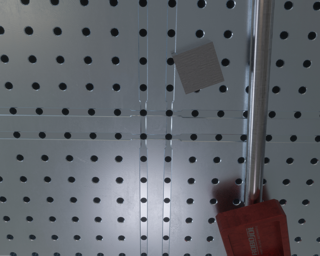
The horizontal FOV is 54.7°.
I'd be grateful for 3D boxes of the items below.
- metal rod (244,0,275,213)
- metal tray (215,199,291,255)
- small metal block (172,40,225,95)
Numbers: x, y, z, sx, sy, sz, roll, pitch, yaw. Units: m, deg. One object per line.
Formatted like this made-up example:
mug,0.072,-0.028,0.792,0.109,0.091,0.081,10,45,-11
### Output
metal rod,0.128,-0.021,0.406,0.025,0.025,0.298,-3,110,1
metal tray,0.141,0.169,0.458,0.090,0.030,0.129,-17,123,6
small metal block,0.047,-0.076,0.386,0.050,0.025,0.050,-19,109,6
